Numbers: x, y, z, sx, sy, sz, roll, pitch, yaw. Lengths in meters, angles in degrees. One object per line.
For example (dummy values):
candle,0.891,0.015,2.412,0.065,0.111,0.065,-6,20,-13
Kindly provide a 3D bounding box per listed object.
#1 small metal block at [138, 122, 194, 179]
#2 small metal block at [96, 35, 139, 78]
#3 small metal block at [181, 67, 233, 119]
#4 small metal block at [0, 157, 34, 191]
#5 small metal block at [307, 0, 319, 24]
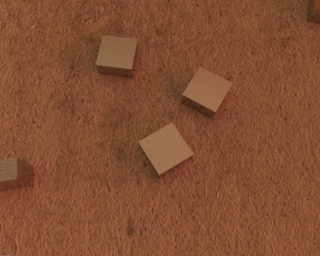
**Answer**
small metal block,0.007,0.029,0.397,0.050,0.025,0.050,-30,73,-11
small metal block,-0.060,-0.103,0.445,0.050,0.025,0.050,8,70,3
small metal block,0.064,-0.048,0.426,0.050,0.025,0.050,29,73,10
small metal block,-0.187,0.057,0.372,0.050,0.050,0.025,-9,71,-3
small metal block,0.260,-0.188,0.478,0.050,0.025,0.050,14,71,5
